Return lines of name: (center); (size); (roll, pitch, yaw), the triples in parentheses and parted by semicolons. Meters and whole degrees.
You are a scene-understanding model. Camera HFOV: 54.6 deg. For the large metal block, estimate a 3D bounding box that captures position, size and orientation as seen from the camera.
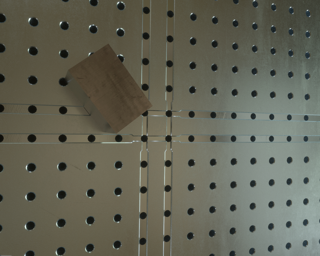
large metal block: (-0.063, -0.041, 0.360); (0.050, 0.080, 0.080); (-39, 103, -16)
